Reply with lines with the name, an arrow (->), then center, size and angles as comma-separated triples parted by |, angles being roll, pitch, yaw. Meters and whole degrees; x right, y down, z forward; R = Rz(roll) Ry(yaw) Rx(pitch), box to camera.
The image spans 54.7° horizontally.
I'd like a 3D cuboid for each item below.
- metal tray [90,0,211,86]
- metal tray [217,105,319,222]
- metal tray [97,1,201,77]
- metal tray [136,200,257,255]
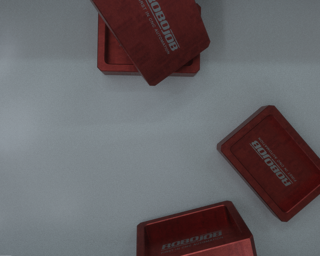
metal tray -> -0.006, -0.117, 0.335 | 0.090, 0.130, 0.030 | -37, 48, 0
metal tray -> 0.151, 0.046, 0.410 | 0.090, 0.030, 0.130 | -41, 91, 0
metal tray -> -0.014, -0.116, 0.408 | 0.131, 0.030, 0.089 | 1, 90, -1
metal tray -> 0.038, 0.136, 0.377 | 0.131, 0.090, 0.030 | -14, 104, -1
